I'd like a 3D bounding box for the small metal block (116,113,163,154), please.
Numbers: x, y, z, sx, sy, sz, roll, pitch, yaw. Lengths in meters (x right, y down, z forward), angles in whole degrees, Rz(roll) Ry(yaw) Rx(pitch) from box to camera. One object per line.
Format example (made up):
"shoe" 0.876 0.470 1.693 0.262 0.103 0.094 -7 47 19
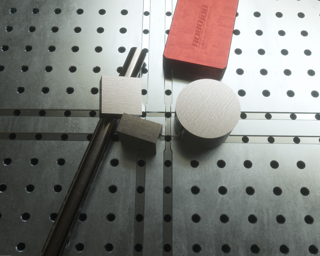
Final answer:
"small metal block" -0.025 0.008 0.395 0.050 0.050 0.025 17 71 6

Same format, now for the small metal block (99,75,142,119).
"small metal block" -0.051 -0.039 0.399 0.050 0.025 0.050 2 76 -18

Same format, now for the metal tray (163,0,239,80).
"metal tray" 0.061 -0.143 0.462 0.090 0.030 0.130 12 70 4

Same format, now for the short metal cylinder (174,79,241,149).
"short metal cylinder" 0.059 -0.017 0.405 0.081 0.050 0.080 0 70 0

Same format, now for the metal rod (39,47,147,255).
"metal rod" -0.080 0.023 0.402 0.025 0.025 0.299 18 71 6
